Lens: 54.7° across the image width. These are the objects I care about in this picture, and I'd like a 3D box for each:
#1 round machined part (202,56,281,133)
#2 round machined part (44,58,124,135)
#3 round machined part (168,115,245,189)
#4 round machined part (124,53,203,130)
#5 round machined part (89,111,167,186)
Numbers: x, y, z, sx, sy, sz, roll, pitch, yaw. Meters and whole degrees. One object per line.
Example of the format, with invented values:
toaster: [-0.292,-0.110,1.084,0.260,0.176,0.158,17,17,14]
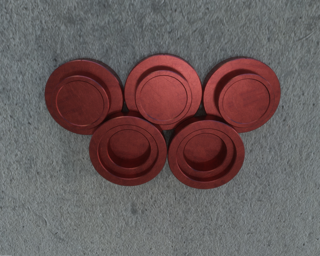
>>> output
round machined part: [0.103,-0.039,0.389,0.099,0.042,0.097,0,110,-1]
round machined part: [-0.095,-0.036,0.387,0.099,0.042,0.097,0,110,-1]
round machined part: [0.059,0.029,0.413,0.099,0.042,0.097,0,110,-1]
round machined part: [0.004,-0.042,0.387,0.099,0.042,0.097,0,110,-1]
round machined part: [-0.040,0.024,0.410,0.099,0.042,0.097,0,110,-1]
